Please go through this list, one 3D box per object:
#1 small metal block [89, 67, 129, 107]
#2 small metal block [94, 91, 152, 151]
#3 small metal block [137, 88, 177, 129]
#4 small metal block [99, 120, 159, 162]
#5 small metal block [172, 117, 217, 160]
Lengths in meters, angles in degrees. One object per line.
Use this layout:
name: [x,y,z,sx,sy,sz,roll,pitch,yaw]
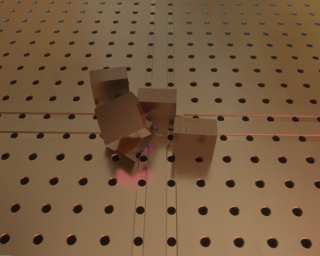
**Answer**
small metal block: [-0.070,-0.057,0.439,0.050,0.050,0.025,-8,51,-7]
small metal block: [-0.044,-0.008,0.369,0.050,0.025,0.050,-24,67,7]
small metal block: [-0.004,-0.026,0.413,0.050,0.050,0.025,3,50,2]
small metal block: [-0.039,0.006,0.390,0.050,0.025,0.050,33,83,24]
small metal block: [0.042,0.014,0.380,0.050,0.050,0.025,4,50,3]
